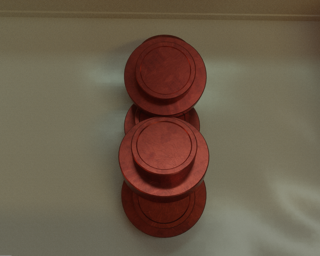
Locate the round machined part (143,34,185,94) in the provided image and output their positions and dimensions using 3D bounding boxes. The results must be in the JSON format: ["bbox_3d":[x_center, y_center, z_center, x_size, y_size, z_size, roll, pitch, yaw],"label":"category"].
[{"bbox_3d":[0.006,-0.089,0.420,0.099,0.042,0.098,0,54,0],"label":"round machined part"}]

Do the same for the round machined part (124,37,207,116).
[{"bbox_3d":[0.006,-0.062,0.367,0.099,0.042,0.097,0,82,0],"label":"round machined part"}]

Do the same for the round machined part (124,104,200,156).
[{"bbox_3d":[0.003,-0.004,0.401,0.099,0.042,0.098,0,69,0],"label":"round machined part"}]

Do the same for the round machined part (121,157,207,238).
[{"bbox_3d":[0.004,0.077,0.356,0.099,0.042,0.097,0,85,0],"label":"round machined part"}]

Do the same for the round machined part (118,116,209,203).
[{"bbox_3d":[0.004,0.027,0.335,0.099,0.042,0.098,0,59,0],"label":"round machined part"}]
